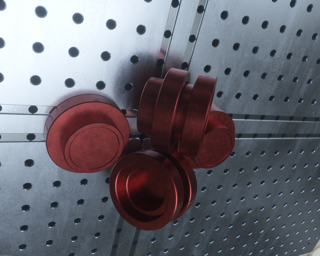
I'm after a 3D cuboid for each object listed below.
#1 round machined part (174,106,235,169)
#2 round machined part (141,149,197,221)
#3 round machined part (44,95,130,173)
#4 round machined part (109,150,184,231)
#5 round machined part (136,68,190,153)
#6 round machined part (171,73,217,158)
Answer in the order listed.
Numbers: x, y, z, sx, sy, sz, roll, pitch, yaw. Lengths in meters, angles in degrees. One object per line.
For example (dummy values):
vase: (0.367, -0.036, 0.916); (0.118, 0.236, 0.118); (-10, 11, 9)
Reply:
round machined part: (0.069, 0.020, 0.449); (0.099, 0.042, 0.097); (-14, 124, -21)
round machined part: (0.006, 0.074, 0.424); (0.042, 0.098, 0.097); (-14, 131, -60)
round machined part: (-0.081, 0.014, 0.363); (0.099, 0.042, 0.097); (-14, 124, -21)
round machined part: (-0.013, 0.076, 0.397); (0.042, 0.098, 0.097); (-15, 132, -60)
round machined part: (0.003, -0.023, 0.366); (0.042, 0.098, 0.097); (14, 118, 10)
round machined part: (0.035, -0.017, 0.363); (0.042, 0.098, 0.097); (14, 118, 10)
